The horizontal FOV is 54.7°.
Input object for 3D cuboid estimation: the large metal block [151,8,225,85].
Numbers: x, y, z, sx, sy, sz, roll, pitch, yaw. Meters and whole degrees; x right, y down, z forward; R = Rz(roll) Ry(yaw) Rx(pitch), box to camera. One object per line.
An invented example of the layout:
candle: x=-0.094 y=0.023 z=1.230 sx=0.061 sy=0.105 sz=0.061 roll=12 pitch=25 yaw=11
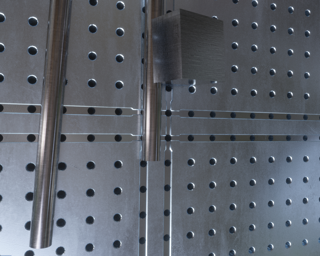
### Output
large metal block: x=0.038 y=-0.099 z=0.398 sx=0.081 sy=0.050 sz=0.079 roll=-4 pitch=93 yaw=-42

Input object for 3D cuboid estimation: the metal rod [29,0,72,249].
metal rod: x=-0.128 y=-0.012 z=0.365 sx=0.025 sy=0.025 sz=0.298 roll=5 pitch=88 yaw=-20

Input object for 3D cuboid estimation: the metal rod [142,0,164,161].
metal rod: x=-0.008 y=-0.107 z=0.409 sx=0.025 sy=0.025 sz=0.298 roll=2 pitch=90 yaw=-20
